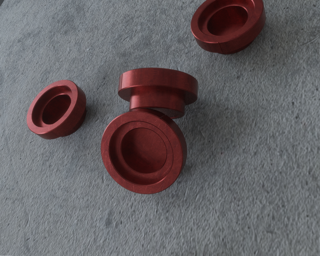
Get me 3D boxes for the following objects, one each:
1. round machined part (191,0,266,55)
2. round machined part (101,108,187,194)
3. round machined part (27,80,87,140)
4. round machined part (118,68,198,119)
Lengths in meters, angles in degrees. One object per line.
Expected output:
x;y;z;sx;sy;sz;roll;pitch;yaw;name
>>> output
0.096;-0.142;0.430;0.098;0.042;0.098;-13;56;21;round machined part
-0.016;0.024;0.365;0.098;0.042;0.097;4;105;17;round machined part
-0.157;-0.025;0.491;0.098;0.042;0.098;-13;56;21;round machined part
-0.003;-0.037;0.385;0.098;0.098;0.042;-2;79;27;round machined part
